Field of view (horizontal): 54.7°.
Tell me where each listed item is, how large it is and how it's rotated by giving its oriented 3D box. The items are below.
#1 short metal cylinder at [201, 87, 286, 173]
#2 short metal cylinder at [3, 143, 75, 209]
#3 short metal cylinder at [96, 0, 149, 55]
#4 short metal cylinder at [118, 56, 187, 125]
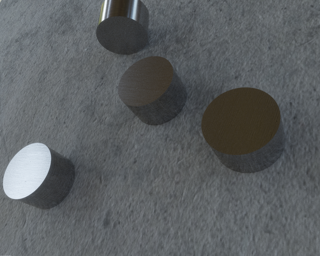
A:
[{"bbox_3d":[0.091,0.003,0.338,0.080,0.050,0.080,-13,56,20],"label":"short metal cylinder"},{"bbox_3d":[-0.167,0.067,0.432,0.080,0.050,0.080,-13,56,20],"label":"short metal cylinder"},{"bbox_3d":[-0.059,-0.165,0.499,0.080,0.080,0.050,-12,57,21],"label":"short metal cylinder"},{"bbox_3d":[-0.010,-0.050,0.423,0.080,0.050,0.080,-13,56,20],"label":"short metal cylinder"}]
